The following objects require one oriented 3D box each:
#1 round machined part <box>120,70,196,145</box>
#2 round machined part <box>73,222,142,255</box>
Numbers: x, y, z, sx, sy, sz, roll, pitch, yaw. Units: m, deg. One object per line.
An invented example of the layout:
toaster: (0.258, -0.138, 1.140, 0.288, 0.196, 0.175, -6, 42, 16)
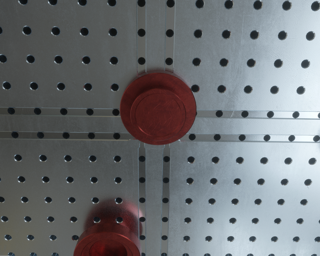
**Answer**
round machined part: (-0.002, -0.022, 0.396, 0.099, 0.042, 0.097, 0, 110, -1)
round machined part: (-0.077, 0.185, 0.471, 0.099, 0.042, 0.097, 0, 110, -1)
